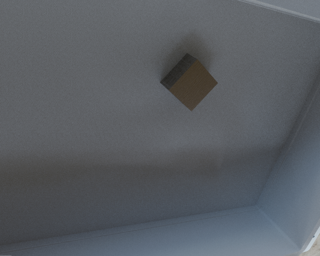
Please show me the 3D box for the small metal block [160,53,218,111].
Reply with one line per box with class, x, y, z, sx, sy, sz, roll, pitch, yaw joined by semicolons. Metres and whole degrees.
small metal block;0.037;-0.058;0.395;0.050;0.025;0.050;-47;130;5
